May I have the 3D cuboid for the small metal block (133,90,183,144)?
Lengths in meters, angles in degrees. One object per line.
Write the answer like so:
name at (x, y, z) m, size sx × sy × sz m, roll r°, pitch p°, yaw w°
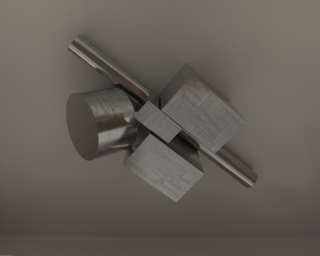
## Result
small metal block at (-0.002, -0.015, 0.367) m, size 0.050 × 0.050 × 0.025 m, roll 39°, pitch 105°, yaw -14°

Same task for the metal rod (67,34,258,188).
metal rod at (0.013, -0.014, 0.406) m, size 0.301 × 0.025 × 0.025 m, roll 37°, pitch 106°, yaw -13°

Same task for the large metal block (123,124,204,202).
large metal block at (0.004, 0.034, 0.394) m, size 0.080 × 0.080 × 0.050 m, roll 37°, pitch 106°, yaw -13°

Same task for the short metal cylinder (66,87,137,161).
short metal cylinder at (-0.071, -0.006, 0.371) m, size 0.050 × 0.080 × 0.079 m, roll -15°, pitch 116°, yaw -37°

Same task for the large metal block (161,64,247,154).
large metal block at (0.048, -0.027, 0.372) m, size 0.080 × 0.080 × 0.050 m, roll 38°, pitch 105°, yaw -13°
